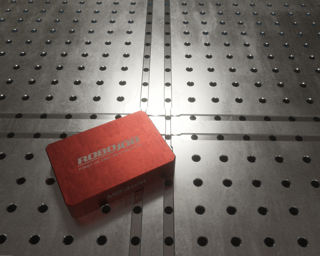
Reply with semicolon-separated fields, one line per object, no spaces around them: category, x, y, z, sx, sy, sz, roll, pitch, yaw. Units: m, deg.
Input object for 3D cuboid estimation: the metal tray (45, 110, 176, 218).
metal tray;-0.058;0.038;0.372;0.131;0.030;0.090;-22;54;-18
